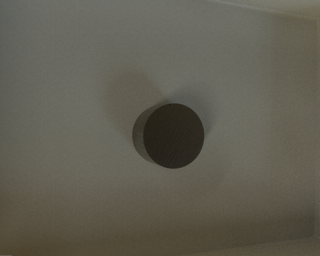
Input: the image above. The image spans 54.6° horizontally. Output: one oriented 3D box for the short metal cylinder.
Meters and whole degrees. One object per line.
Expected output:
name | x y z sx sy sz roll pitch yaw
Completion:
short metal cylinder | 0.010 0.010 0.401 0.081 0.050 0.080 0 90 -20
